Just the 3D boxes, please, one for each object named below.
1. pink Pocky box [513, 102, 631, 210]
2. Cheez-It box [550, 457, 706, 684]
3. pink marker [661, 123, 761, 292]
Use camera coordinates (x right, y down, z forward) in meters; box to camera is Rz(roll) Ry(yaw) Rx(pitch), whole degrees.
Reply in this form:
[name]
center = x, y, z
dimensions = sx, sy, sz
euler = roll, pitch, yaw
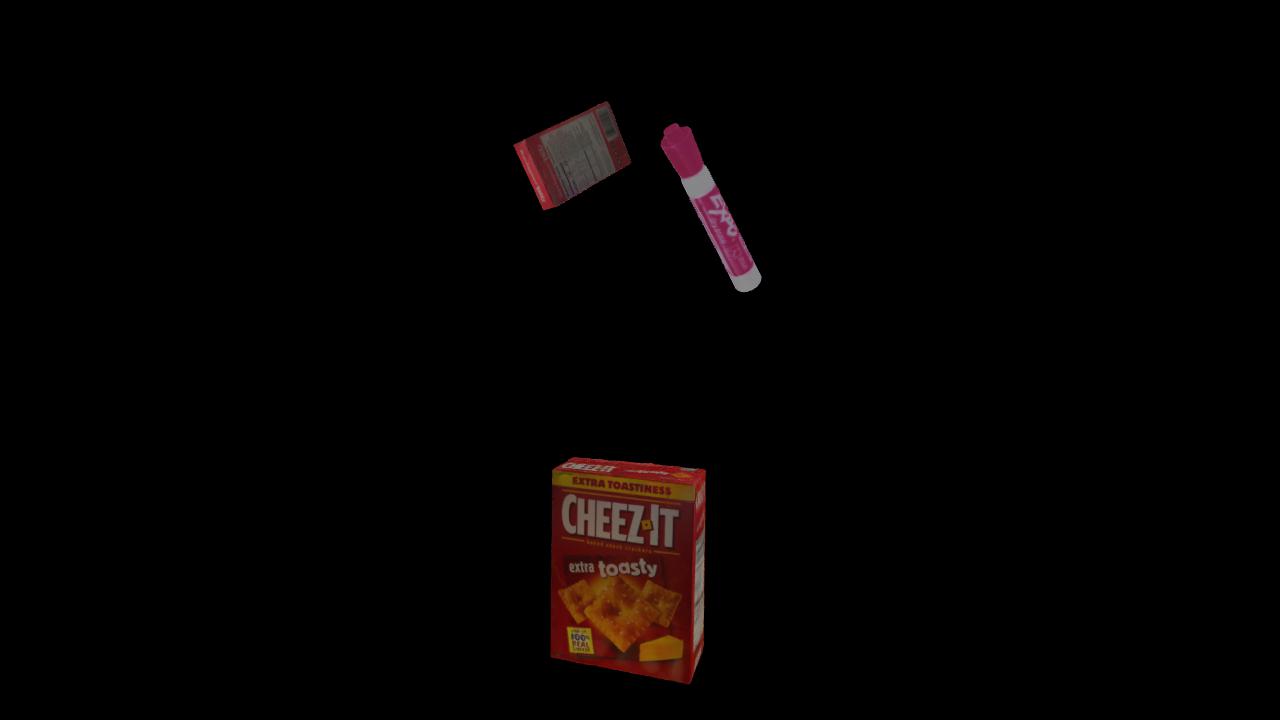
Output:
[pink Pocky box]
center = -0.080, -0.256, 0.767
dimensions = 0.029, 0.084, 0.155
euler = 0, 33, 44
[Cheez-It box]
center = -0.013, 0.228, 0.689
dimensions = 0.166, 0.223, 0.071
euler = 3, 5, 16
[pink marker]
center = 0.045, -0.089, 0.373
dimensions = 0.020, 0.020, 0.121
euler = 0, -38, 37
